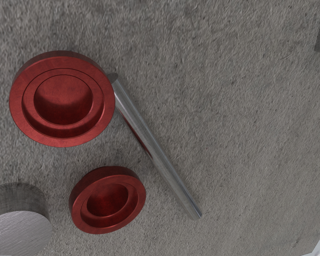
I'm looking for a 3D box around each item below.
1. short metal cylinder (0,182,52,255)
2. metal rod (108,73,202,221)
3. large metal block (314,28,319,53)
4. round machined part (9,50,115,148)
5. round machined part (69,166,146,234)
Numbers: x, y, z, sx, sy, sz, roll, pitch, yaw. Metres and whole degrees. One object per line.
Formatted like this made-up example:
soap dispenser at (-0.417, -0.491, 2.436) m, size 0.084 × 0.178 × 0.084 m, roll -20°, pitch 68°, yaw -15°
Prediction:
short metal cylinder at (-0.173, 0.112, 0.365) m, size 0.081 × 0.050 × 0.079 m, roll -14°, pitch 124°, yaw -21°
metal rod at (0.002, 0.047, 0.436) m, size 0.025 × 0.025 × 0.299 m, roll -35°, pitch 129°, yaw -5°
large metal block at (0.285, -0.150, 0.454) m, size 0.081 × 0.050 × 0.079 m, roll -13°, pitch 124°, yaw -21°
round machined part at (-0.099, -0.032, 0.318) m, size 0.099 × 0.042 × 0.097 m, roll -10°, pitch 122°, yaw -15°
round machined part at (-0.072, 0.090, 0.413) m, size 0.099 × 0.042 × 0.097 m, roll -14°, pitch 124°, yaw -21°
